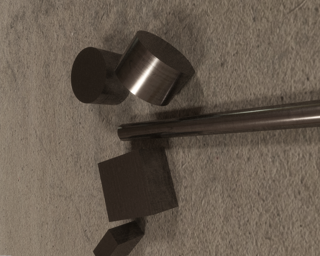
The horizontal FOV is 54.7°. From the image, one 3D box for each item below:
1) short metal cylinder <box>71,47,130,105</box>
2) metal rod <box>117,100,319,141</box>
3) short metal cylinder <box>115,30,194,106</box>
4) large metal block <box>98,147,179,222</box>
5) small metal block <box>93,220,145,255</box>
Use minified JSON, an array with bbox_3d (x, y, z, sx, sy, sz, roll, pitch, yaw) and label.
[{"bbox_3d":[-0.086,-0.075,0.457,0.080,0.050,0.079,0,90,39],"label":"short metal cylinder"},{"bbox_3d":[0.064,-0.005,0.350,0.300,0.025,0.025,-6,86,39],"label":"metal rod"},{"bbox_3d":[-0.007,-0.072,0.373,0.050,0.081,0.080,-52,60,27],"label":"short metal cylinder"},{"bbox_3d":[-0.031,0.075,0.412,0.080,0.050,0.080,-22,77,37],"label":"large metal block"},{"bbox_3d":[-0.058,0.161,0.434,0.025,0.050,0.050,48,118,29],"label":"small metal block"}]
